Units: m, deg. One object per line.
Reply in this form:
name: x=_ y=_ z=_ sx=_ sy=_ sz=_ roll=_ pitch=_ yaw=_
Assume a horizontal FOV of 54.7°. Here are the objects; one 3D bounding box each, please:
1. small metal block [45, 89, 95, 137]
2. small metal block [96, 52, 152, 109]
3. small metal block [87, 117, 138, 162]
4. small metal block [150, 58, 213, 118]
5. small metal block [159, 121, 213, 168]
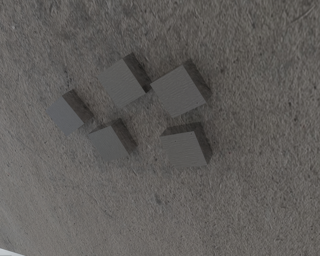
small metal block: x=-0.136 y=-0.022 z=0.465 sx=0.050 sy=0.025 sz=0.050 roll=-30 pitch=102 yaw=38
small metal block: x=-0.044 y=-0.059 z=0.393 sx=0.050 sy=0.025 sz=0.050 roll=-25 pitch=105 yaw=37
small metal block: x=-0.070 y=0.018 z=0.455 sx=0.050 sy=0.025 sz=0.050 roll=-19 pitch=109 yaw=35
small metal block: x=0.025 y=-0.046 z=0.365 sx=0.050 sy=0.025 sz=0.050 roll=-25 pitch=105 yaw=37
small metal block: x=0.035 y=0.023 z=0.403 sx=0.050 sy=0.025 sz=0.050 roll=-11 pitch=113 yaw=32
